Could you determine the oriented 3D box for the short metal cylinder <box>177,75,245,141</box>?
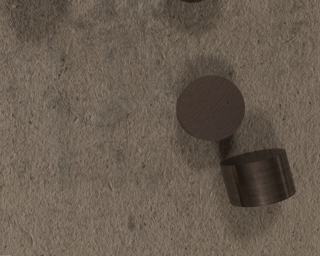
[{"bbox_3d":[0.062,-0.024,0.398,0.081,0.050,0.079,0,90,-1],"label":"short metal cylinder"}]

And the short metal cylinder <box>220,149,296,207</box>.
[{"bbox_3d":[0.120,0.060,0.384,0.080,0.080,0.050,-14,90,0],"label":"short metal cylinder"}]

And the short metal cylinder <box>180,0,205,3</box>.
[{"bbox_3d":[0.044,-0.211,0.398,0.081,0.050,0.079,0,90,-1],"label":"short metal cylinder"}]
